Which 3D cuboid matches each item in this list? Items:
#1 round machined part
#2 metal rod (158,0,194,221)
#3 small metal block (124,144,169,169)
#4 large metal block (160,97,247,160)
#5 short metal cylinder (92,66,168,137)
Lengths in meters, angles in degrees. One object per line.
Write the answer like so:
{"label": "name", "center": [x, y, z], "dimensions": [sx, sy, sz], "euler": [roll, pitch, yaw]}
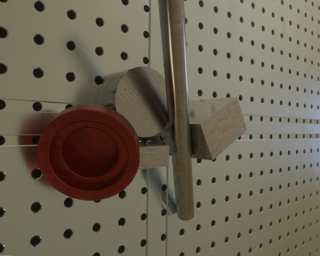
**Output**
{"label": "round machined part", "center": [-0.070, 0.022, 0.319], "dimensions": [0.099, 0.042, 0.097], "euler": [-1, 110, -4]}
{"label": "metal rod", "center": [0.023, -0.004, 0.369], "dimensions": [0.025, 0.025, 0.298], "euler": [-31, 129, -36]}
{"label": "small metal block", "center": [-0.025, 0.033, 0.374], "dimensions": [0.050, 0.050, 0.025], "euler": [0, 90, -40]}
{"label": "large metal block", "center": [0.057, -0.001, 0.424], "dimensions": [0.081, 0.080, 0.050], "euler": [-34, 112, -35]}
{"label": "short metal cylinder", "center": [-0.032, -0.029, 0.368], "dimensions": [0.081, 0.050, 0.079], "euler": [0, 90, -40]}
